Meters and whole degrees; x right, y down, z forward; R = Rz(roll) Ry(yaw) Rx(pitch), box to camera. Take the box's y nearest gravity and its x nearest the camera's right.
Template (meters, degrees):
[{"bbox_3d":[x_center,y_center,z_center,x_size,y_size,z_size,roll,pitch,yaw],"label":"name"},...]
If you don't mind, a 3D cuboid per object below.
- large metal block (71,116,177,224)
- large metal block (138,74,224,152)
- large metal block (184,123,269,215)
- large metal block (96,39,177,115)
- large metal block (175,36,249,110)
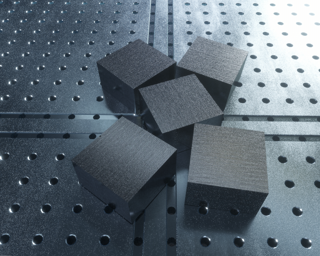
[{"bbox_3d":[-0.038,0.045,0.352,0.080,0.050,0.080,30,56,23],"label":"large metal block"},{"bbox_3d":[0.025,-0.018,0.406,0.081,0.050,0.080,-18,52,-14],"label":"large metal block"},{"bbox_3d":[0.074,0.045,0.354,0.080,0.050,0.080,7,50,5],"label":"large metal block"},{"bbox_3d":[-0.033,-0.078,0.457,0.080,0.050,0.080,-37,59,-26],"label":"large metal block"},{"bbox_3d":[0.076,-0.084,0.461,0.080,0.050,0.080,22,54,14],"label":"large metal block"}]
